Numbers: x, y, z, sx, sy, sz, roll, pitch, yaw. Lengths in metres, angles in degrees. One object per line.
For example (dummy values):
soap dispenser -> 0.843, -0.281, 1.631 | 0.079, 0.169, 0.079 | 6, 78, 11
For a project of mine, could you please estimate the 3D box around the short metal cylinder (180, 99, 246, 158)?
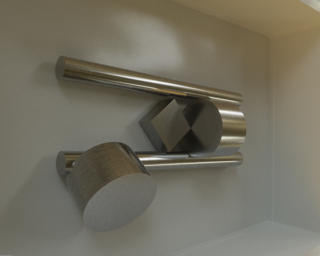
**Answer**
short metal cylinder -> 0.071, 0.001, 0.431 | 0.050, 0.080, 0.079 | 2, 89, -40

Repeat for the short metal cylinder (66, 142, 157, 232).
short metal cylinder -> -0.051, 0.061, 0.325 | 0.081, 0.050, 0.079 | -21, 135, -23

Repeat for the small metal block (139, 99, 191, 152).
small metal block -> 0.007, -0.004, 0.413 | 0.050, 0.025, 0.050 | -45, 118, -31

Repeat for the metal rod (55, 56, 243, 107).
metal rod -> 0.012, -0.054, 0.416 | 0.302, 0.025, 0.025 | 4, 88, -40

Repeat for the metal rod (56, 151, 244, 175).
metal rod -> 0.013, 0.044, 0.417 | 0.302, 0.025, 0.025 | 4, 88, -40
